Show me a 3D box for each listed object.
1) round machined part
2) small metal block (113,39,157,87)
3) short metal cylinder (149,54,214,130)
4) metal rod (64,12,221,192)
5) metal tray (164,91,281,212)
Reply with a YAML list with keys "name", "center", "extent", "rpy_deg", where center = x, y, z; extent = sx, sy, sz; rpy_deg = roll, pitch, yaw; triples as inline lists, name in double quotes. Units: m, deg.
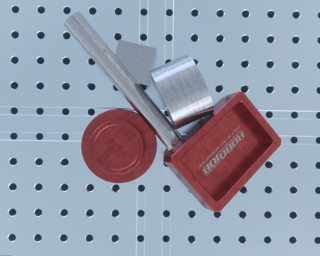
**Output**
- name: "round machined part"
  center: [-0.054, 0.024, 0.403]
  extent: [0.099, 0.042, 0.097]
  rpy_deg: [0, 90, -1]
- name: "small metal block"
  center: [-0.034, -0.085, 0.413]
  extent: [0.050, 0.025, 0.050]
  rpy_deg: [13, 90, -1]
- name: "short metal cylinder"
  center: [0.026, -0.044, 0.386]
  extent: [0.050, 0.080, 0.080]
  rpy_deg: [-25, 90, 0]
- name: "metal rod"
  center: [-0.012, -0.018, 0.396]
  extent: [0.025, 0.025, 0.300]
  rpy_deg: [-40, 98, 0]
- name: "metal tray"
  center: [0.081, 0.028, 0.391]
  extent: [0.130, 0.030, 0.090]
  rpy_deg: [-43, 98, -16]
